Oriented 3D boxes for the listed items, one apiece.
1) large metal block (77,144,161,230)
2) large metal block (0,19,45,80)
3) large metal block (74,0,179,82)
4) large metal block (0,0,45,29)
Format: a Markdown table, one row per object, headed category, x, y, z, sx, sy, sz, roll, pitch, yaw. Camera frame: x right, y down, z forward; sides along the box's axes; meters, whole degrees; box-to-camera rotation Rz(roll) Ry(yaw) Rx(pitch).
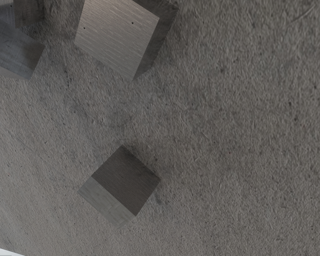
| category | x | y | z | sx | sy | sz | roll | pitch | yaw |
| --- | --- | --- | --- | --- | --- | --- | --- | --- | --- |
| large metal block | -0.058 | 0.085 | 0.454 | 0.080 | 0.080 | 0.050 | 43 | 129 | -2 |
| large metal block | -0.211 | -0.104 | 0.398 | 0.080 | 0.050 | 0.080 | 13 | 169 | 43 |
| large metal block | -0.038 | -0.112 | 0.342 | 0.080 | 0.050 | 0.079 | 34 | 129 | 5 |
| large metal block | -0.193 | -0.180 | 0.381 | 0.080 | 0.050 | 0.079 | 24 | 127 | 13 |
